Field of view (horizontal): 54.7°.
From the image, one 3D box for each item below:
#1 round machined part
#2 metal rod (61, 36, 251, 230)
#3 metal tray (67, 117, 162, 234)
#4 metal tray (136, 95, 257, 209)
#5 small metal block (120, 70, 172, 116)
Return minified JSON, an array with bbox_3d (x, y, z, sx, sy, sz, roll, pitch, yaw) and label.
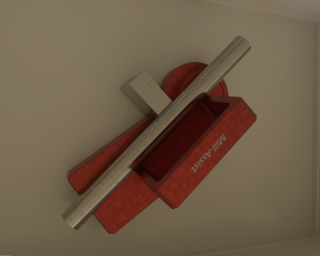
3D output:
[{"bbox_3d":[0.052,-0.041,0.420,0.099,0.042,0.097,0,90,-21],"label":"round machined part"},{"bbox_3d":[0.003,-0.002,0.370,0.300,0.025,0.025,-46,105,-10],"label":"metal rod"},{"bbox_3d":[-0.038,0.056,0.393,0.131,0.030,0.090,-37,102,-17],"label":"metal tray"},{"bbox_3d":[0.035,0.020,0.348,0.130,0.090,0.030,-46,108,-8],"label":"metal tray"},{"bbox_3d":[-0.019,-0.042,0.390,0.025,0.050,0.050,-47,105,-14],"label":"small metal block"}]
